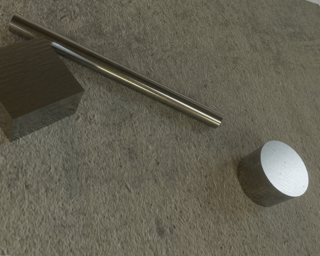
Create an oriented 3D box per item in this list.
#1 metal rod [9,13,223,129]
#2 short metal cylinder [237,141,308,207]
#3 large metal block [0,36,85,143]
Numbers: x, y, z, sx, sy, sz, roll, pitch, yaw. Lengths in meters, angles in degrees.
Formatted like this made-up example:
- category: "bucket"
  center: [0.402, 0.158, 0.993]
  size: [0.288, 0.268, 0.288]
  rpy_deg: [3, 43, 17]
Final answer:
- category: "metal rod"
  center: [-0.048, -0.071, 0.420]
  size: [0.302, 0.025, 0.025]
  rpy_deg: [24, 53, -13]
- category: "short metal cylinder"
  center: [0.157, 0.064, 0.433]
  size: [0.081, 0.050, 0.080]
  rpy_deg: [14, 56, -21]
- category: "large metal block"
  center: [-0.144, -0.044, 0.337]
  size: [0.081, 0.050, 0.080]
  rpy_deg: [-32, 79, -38]
